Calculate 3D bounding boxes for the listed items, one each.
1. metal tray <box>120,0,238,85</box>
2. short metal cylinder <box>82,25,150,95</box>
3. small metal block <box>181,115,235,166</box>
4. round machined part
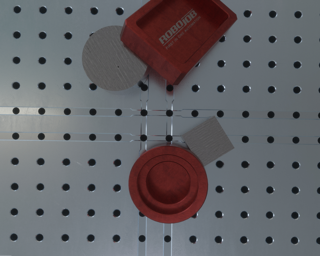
[{"bbox_3d":[0.026,-0.125,0.381,0.090,0.030,0.130,41,62,0],"label":"metal tray"},{"bbox_3d":[-0.054,-0.085,0.400,0.081,0.050,0.079,0,90,0],"label":"short metal cylinder"},{"bbox_3d":[0.062,0.018,0.414,0.050,0.025,0.050,-31,90,0],"label":"small metal block"},{"bbox_3d":[0.012,0.069,0.401,0.099,0.042,0.097,0,94,6],"label":"round machined part"}]
